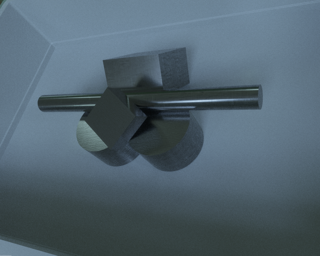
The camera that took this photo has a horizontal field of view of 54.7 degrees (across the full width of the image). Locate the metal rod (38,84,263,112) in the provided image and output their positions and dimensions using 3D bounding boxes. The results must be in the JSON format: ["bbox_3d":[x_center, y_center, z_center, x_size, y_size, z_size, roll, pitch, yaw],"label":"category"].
[{"bbox_3d":[-0.033,-0.033,0.376,0.300,0.025,0.025,1,62,28],"label":"metal rod"}]

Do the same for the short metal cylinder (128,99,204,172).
[{"bbox_3d":[0.007,0.007,0.379,0.080,0.050,0.080,-13,56,20],"label":"short metal cylinder"}]

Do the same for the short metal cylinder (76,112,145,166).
[{"bbox_3d":[-0.064,0.005,0.417,0.080,0.050,0.080,-13,56,20],"label":"short metal cylinder"}]

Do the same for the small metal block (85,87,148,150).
[{"bbox_3d":[-0.051,-0.011,0.358,0.050,0.025,0.050,45,109,20],"label":"small metal block"}]

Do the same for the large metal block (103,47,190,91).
[{"bbox_3d":[-0.015,-0.074,0.414,0.080,0.050,0.080,1,19,28],"label":"large metal block"}]
